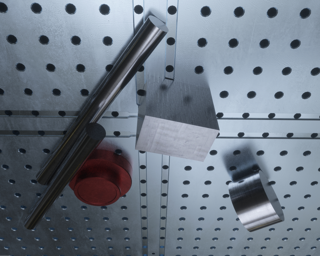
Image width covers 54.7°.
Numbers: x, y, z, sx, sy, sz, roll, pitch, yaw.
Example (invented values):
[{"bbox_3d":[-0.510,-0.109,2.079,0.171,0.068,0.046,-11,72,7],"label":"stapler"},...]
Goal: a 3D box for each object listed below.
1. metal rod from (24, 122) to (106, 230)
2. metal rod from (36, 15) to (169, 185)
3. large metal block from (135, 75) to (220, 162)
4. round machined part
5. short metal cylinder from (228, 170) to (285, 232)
[{"bbox_3d":[-0.152,0.087,0.456,0.025,0.025,0.298,25,134,-20],"label":"metal rod"},{"bbox_3d":[-0.089,-0.015,0.397,0.025,0.025,0.299,29,124,-23],"label":"metal rod"},{"bbox_3d":[0.017,-0.013,0.365,0.081,0.080,0.050,11,129,-10],"label":"large metal block"},{"bbox_3d":[-0.092,0.082,0.469,0.099,0.042,0.097,-1,130,0],"label":"round machined part"},{"bbox_3d":[0.147,0.111,0.473,0.050,0.080,0.080,-28,125,22],"label":"short metal cylinder"}]
